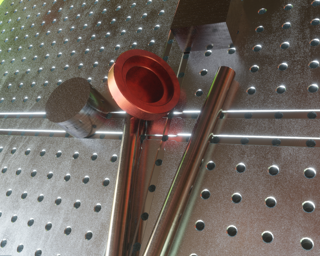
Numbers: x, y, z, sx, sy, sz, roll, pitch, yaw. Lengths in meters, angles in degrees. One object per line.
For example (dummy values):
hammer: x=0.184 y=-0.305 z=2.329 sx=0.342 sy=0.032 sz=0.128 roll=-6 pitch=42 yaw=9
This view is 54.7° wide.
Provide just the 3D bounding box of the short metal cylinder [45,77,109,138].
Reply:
short metal cylinder: x=-0.126 y=-0.031 z=0.475 sx=0.080 sy=0.050 sz=0.080 roll=-13 pitch=56 yaw=20

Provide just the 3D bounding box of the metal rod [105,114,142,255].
metal rod: x=-0.040 y=0.036 z=0.405 sx=0.025 sy=0.025 sz=0.299 roll=-10 pitch=57 yaw=23

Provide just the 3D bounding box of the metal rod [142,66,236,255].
metal rod: x=0.030 y=0.056 z=0.357 sx=0.025 sy=0.025 sz=0.300 roll=11 pitch=67 yaw=32

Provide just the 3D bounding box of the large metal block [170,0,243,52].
large metal block: x=0.070 y=-0.162 z=0.454 sx=0.080 sy=0.050 sz=0.080 roll=3 pitch=63 yaw=29

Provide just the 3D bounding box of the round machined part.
round machined part: x=-0.025 y=-0.054 z=0.419 sx=0.042 sy=0.099 sz=0.098 roll=-39 pitch=40 yaw=50
